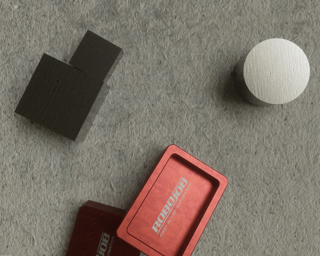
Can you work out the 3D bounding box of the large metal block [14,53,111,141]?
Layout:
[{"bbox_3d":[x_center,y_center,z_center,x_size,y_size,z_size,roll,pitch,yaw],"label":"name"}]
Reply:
[{"bbox_3d":[-0.121,-0.037,0.396,0.080,0.050,0.080,26,90,0],"label":"large metal block"}]

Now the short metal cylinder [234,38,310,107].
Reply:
[{"bbox_3d":[0.141,-0.069,0.399,0.081,0.050,0.080,0,90,0],"label":"short metal cylinder"}]

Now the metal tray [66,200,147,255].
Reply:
[{"bbox_3d":[-0.075,0.171,0.407,0.090,0.030,0.129,16,90,0],"label":"metal tray"}]

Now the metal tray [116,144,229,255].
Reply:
[{"bbox_3d":[0.016,0.097,0.388,0.090,0.030,0.130,33,72,0],"label":"metal tray"}]

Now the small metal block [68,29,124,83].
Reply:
[{"bbox_3d":[-0.083,-0.093,0.409,0.050,0.025,0.050,30,90,0],"label":"small metal block"}]
